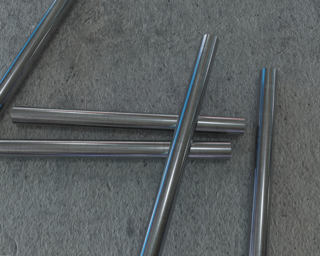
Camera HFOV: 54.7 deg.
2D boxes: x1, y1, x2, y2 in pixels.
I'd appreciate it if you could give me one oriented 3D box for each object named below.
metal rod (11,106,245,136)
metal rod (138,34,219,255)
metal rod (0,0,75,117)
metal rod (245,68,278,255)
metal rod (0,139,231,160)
[{"bbox_3d":[-0.042,-0.009,0.410,0.302,0.025,0.025,3,70,1],"label":"metal rod"},{"bbox_3d":[0.027,0.015,0.374,0.025,0.025,0.299,15,71,5],"label":"metal rod"},{"bbox_3d":[-0.193,-0.094,0.441,0.025,0.025,0.300,21,71,7],"label":"metal rod"},{"bbox_3d":[0.127,0.060,0.386,0.025,0.025,0.299,9,70,3],"label":"metal rod"},{"bbox_3d":[-0.062,0.027,0.397,0.302,0.025,0.025,1,70,0],"label":"metal rod"}]
